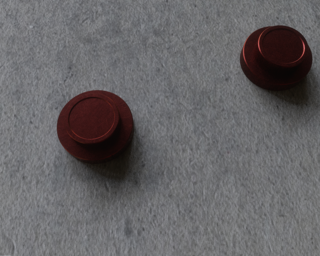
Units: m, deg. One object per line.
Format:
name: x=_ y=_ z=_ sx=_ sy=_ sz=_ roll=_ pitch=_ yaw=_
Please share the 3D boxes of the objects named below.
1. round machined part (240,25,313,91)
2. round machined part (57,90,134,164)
round machined part: x=0.168 y=-0.105 z=0.440 sx=0.099 sy=0.042 sz=0.098 roll=0 pitch=70 yaw=-1
round machined part: x=-0.084 y=-0.006 z=0.400 sx=0.099 sy=0.042 sz=0.098 roll=0 pitch=70 yaw=-1
